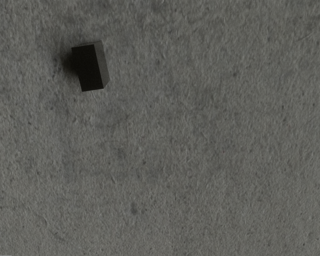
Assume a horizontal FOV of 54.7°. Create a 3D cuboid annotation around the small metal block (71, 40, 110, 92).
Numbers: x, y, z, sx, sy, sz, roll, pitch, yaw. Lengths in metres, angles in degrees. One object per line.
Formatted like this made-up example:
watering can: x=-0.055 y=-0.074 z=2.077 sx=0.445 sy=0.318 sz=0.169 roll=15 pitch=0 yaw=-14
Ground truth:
small metal block: x=-0.080 y=-0.075 z=0.368 sx=0.025 sy=0.050 sz=0.050 roll=-8 pitch=110 yaw=3
